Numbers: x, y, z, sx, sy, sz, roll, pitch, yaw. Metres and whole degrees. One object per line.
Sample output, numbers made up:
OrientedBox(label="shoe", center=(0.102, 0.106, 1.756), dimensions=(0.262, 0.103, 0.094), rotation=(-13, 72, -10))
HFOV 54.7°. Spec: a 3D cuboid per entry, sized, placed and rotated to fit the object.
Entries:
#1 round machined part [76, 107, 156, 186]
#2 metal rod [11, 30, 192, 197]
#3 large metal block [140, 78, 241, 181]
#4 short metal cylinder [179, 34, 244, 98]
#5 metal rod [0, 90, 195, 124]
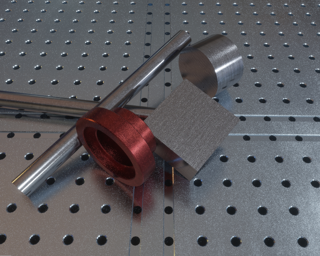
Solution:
OrientedBox(label="round machined part", center=(-0.043, 0.016, 0.346), dimensions=(0.098, 0.097, 0.042), rotation=(30, 57, 22))
OrientedBox(label="metal rod", center=(-0.060, -0.033, 0.401), dimensions=(0.025, 0.025, 0.301), rotation=(33, 66, 24))
OrientedBox(label="large metal block", center=(0.033, 0.003, 0.368), dimensions=(0.080, 0.050, 0.080), rotation=(39, 70, 11))
OrientedBox(label="short metal cylinder", center=(0.072, -0.088, 0.447), dimensions=(0.050, 0.080, 0.080), rotation=(-31, 57, -24))
OrientedBox(label="metal rod", center=(-0.098, -0.026, 0.427), dimensions=(0.302, 0.025, 0.025), rotation=(7, 50, 5))
